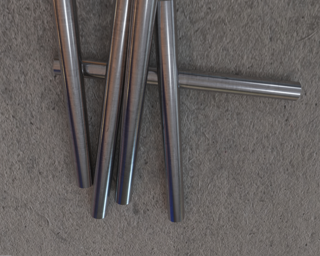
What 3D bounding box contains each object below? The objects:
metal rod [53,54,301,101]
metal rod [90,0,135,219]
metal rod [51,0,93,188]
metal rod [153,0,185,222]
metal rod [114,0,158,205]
[{"bbox_3d":[0.023,-0.062,0.386,0.302,0.025,0.025,6,110,-3],"label":"metal rod"},{"bbox_3d":[-0.063,-0.005,0.387,0.025,0.025,0.298,10,117,-4],"label":"metal rod"},{"bbox_3d":[-0.102,-0.052,0.364,0.025,0.025,0.298,1,120,-1],"label":"metal rod"},{"bbox_3d":[0.014,-0.001,0.389,0.025,0.025,0.298,-4,118,1],"label":"metal rod"},{"bbox_3d":[-0.032,-0.023,0.369,0.025,0.025,0.298,8,122,-3],"label":"metal rod"}]
